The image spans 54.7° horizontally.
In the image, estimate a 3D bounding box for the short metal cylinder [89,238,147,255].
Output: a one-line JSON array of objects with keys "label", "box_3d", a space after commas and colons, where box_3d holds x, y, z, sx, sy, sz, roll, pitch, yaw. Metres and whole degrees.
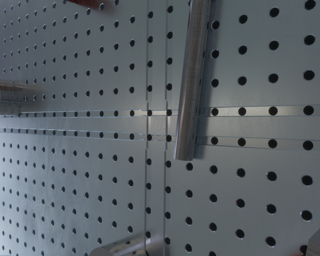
[{"label": "short metal cylinder", "box_3d": [-0.060, 0.204, 0.443, 0.080, 0.050, 0.079, 0, 90, 40]}]

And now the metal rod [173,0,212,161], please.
[{"label": "metal rod", "box_3d": [0.044, -0.109, 0.372, 0.025, 0.025, 0.298, 10, 96, 39]}]

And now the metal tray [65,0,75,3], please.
[{"label": "metal tray", "box_3d": [-0.217, -0.262, 0.545, 0.130, 0.091, 0.030, 34, 111, 35]}]

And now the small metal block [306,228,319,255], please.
[{"label": "small metal block", "box_3d": [0.158, 0.110, 0.263, 0.050, 0.050, 0.025, 13, 99, 39]}]

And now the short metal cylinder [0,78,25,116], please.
[{"label": "short metal cylinder", "box_3d": [-0.337, -0.066, 0.671, 0.080, 0.050, 0.079, 0, 90, 40]}]
